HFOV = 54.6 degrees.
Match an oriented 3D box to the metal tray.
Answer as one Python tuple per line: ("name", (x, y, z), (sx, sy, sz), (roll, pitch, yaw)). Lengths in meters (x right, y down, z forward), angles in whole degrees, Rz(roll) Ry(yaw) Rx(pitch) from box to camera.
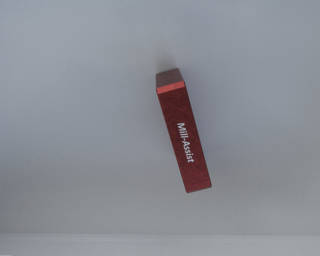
("metal tray", (0.027, 0.000, 0.374), (0.030, 0.090, 0.129), (-15, 110, 5))
